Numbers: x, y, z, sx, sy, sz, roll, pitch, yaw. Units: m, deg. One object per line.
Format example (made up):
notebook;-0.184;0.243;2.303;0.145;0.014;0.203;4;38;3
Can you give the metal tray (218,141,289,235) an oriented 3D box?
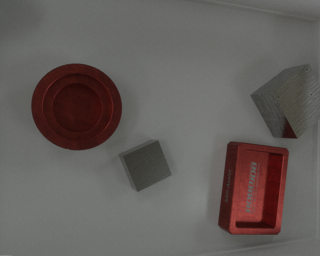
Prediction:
metal tray;0.140;0.089;0.461;0.091;0.030;0.129;8;87;-20

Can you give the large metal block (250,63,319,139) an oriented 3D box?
large metal block;0.200;-0.040;0.473;0.080;0.050;0.080;-36;102;-17

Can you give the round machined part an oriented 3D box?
round machined part;-0.098;-0.024;0.366;0.099;0.042;0.097;0;90;-21

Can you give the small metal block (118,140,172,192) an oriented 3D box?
small metal block;-0.019;0.048;0.404;0.050;0.025;0.050;-24;98;-19
